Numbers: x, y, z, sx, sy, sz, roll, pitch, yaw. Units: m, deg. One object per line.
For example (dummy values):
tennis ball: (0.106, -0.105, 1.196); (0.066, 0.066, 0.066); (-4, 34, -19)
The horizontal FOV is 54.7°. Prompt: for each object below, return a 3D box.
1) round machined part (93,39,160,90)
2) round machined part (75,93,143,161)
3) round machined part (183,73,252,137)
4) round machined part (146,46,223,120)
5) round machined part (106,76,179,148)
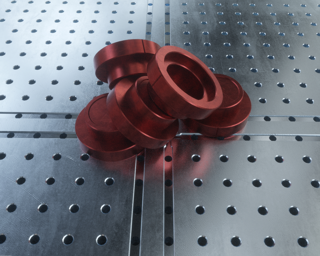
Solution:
round machined part: (-0.041, -0.080, 0.433); (0.099, 0.098, 0.042); (-10, 77, -8)
round machined part: (-0.061, -0.009, 0.403); (0.099, 0.042, 0.098); (0, 50, 0)
round machined part: (0.077, -0.038, 0.429); (0.099, 0.042, 0.098); (0, 50, 0)
round machined part: (0.025, -0.050, 0.376); (0.099, 0.042, 0.098); (24, 43, -24)
round machined part: (-0.013, -0.026, 0.388); (0.098, 0.042, 0.098); (28, 39, -25)
